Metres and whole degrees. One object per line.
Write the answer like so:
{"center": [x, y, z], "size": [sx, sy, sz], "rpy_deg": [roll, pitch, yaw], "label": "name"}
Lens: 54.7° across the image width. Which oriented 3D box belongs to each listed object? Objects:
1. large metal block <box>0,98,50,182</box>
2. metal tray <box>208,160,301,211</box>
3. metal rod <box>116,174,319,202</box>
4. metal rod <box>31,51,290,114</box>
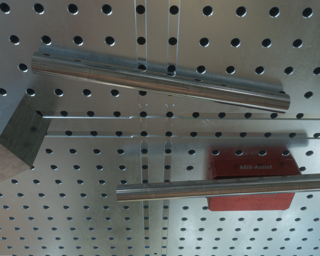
{"center": [-0.198, 0.020, 0.390], "size": [0.080, 0.080, 0.050], "rpy_deg": [-24, 126, 19], "label": "large metal block"}
{"center": [0.143, 0.092, 0.488], "size": [0.131, 0.030, 0.089], "rpy_deg": [-1, 130, 0], "label": "metal tray"}
{"center": [0.089, 0.086, 0.445], "size": [0.302, 0.025, 0.025], "rpy_deg": [-4, 130, 3], "label": "metal rod"}
{"center": [0.008, -0.052, 0.367], "size": [0.302, 0.025, 0.025], "rpy_deg": [8, 130, -8], "label": "metal rod"}
